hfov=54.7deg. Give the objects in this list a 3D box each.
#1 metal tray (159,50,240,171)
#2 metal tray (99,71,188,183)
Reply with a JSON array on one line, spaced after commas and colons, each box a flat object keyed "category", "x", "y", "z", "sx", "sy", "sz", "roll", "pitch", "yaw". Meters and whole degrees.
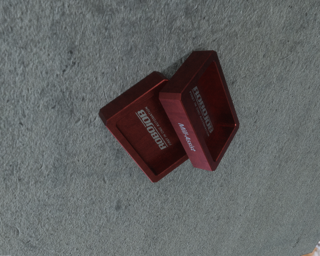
[{"category": "metal tray", "x": 0.056, "y": -0.020, "z": 0.391, "sx": 0.090, "sy": 0.030, "sz": 0.130, "roll": -54, "pitch": 133, "yaw": -30}, {"category": "metal tray", "x": -0.006, "y": 0.003, "z": 0.402, "sx": 0.090, "sy": 0.030, "sz": 0.130, "roll": -36, "pitch": 129, "yaw": -4}]
